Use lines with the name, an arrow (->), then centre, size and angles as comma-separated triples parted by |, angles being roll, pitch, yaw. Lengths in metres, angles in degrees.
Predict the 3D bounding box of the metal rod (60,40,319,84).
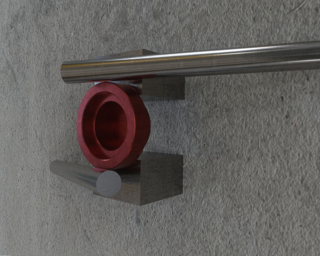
metal rod -> 0.040, -0.063, 0.302 | 0.301, 0.025, 0.025 | 0, 90, 17

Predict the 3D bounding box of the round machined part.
round machined part -> -0.049, -0.002, 0.357 | 0.098, 0.042, 0.097 | 0, 90, 39

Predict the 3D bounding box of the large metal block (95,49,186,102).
large metal block -> -0.024, -0.061, 0.388 | 0.080, 0.081, 0.050 | 2, 91, 39

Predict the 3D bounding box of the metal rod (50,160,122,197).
metal rod -> -0.118, 0.062, 0.429 | 0.299, 0.025, 0.025 | -7, 85, 62

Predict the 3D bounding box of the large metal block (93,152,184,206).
large metal block -> -0.026, 0.058, 0.390 | 0.080, 0.081, 0.050 | 2, 91, 39
